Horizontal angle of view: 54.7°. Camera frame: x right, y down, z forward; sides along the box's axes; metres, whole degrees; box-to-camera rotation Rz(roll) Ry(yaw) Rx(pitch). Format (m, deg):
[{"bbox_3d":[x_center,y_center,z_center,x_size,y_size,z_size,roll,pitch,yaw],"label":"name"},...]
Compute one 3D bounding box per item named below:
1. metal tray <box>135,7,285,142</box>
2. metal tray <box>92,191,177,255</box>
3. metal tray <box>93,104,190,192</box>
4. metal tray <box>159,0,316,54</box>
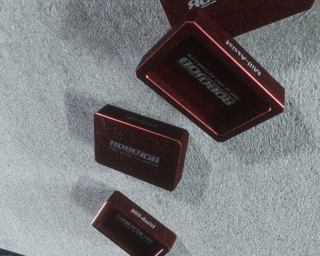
[{"bbox_3d":[0.051,-0.047,0.319,0.130,0.030,0.090,38,137,-18],"label":"metal tray"},{"bbox_3d":[-0.047,0.178,0.538,0.130,0.030,0.089,37,129,3],"label":"metal tray"},{"bbox_3d":[-0.030,0.028,0.437,0.130,0.030,0.089,18,126,17],"label":"metal tray"},{"bbox_3d":[0.064,-0.133,0.288,0.130,0.030,0.090,-13,112,33],"label":"metal tray"}]
